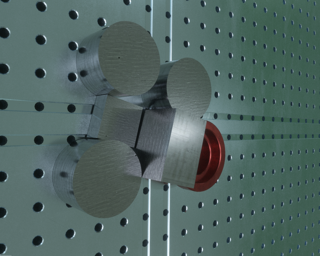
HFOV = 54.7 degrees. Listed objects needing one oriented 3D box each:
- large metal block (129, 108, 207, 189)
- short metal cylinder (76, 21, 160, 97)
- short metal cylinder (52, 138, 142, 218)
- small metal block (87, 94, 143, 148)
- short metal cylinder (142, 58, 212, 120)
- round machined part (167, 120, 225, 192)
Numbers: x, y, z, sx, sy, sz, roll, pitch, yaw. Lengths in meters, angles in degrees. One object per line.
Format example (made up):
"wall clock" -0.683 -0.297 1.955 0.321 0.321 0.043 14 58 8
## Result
"large metal block" 0.002 0.023 0.371 0.050 0.080 0.080 20 77 -38
"short metal cylinder" -0.047 -0.075 0.353 0.081 0.050 0.080 0 90 -40
"short metal cylinder" -0.067 0.052 0.336 0.081 0.050 0.080 0 90 -40
"small metal block" -0.052 -0.007 0.365 0.050 0.025 0.050 19 78 -38
"short metal cylinder" 0.023 -0.049 0.411 0.081 0.050 0.080 0 90 -40
"round machined part" 0.044 0.037 0.435 0.099 0.042 0.097 0 90 -40
